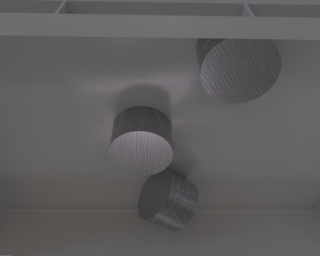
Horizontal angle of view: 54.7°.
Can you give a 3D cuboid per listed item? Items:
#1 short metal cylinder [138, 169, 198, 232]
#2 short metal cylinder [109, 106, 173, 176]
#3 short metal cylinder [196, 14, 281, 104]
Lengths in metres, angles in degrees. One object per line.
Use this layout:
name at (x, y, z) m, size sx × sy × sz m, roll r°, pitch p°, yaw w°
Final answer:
short metal cylinder at (0.011, 0.107, 0.464) m, size 0.050 × 0.080 × 0.080 m, roll 32°, pitch 123°, yaw -24°
short metal cylinder at (-0.024, 0.018, 0.407) m, size 0.081 × 0.050 × 0.079 m, roll 0°, pitch 130°, yaw 0°
short metal cylinder at (0.081, -0.073, 0.331) m, size 0.081 × 0.050 × 0.079 m, roll 0°, pitch 130°, yaw 0°
